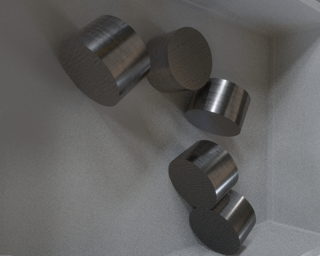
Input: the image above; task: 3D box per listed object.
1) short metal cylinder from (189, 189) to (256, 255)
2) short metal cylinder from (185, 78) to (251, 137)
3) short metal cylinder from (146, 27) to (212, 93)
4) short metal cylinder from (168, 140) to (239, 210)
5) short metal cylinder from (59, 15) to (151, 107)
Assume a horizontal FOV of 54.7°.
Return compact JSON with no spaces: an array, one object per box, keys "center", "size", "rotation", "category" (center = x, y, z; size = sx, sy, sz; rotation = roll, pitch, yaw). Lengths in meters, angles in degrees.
[{"center":[0.089,0.133,0.446],"size":[0.050,0.080,0.080],"rotation":[-36,113,-41],"category":"short metal cylinder"},{"center":[0.082,-0.028,0.442],"size":[0.080,0.080,0.050],"rotation":[35,68,-35],"category":"short metal cylinder"},{"center":[0.024,-0.088,0.412],"size":[0.081,0.050,0.079],"rotation":[0,90,-40],"category":"short metal cylinder"},{"center":[0.058,0.063,0.422],"size":[0.050,0.080,0.080],"rotation":[-34,112,-35],"category":"short metal cylinder"},{"center":[-0.057,-0.069,0.324],"size":[0.050,0.080,0.080],"rotation":[-48,119,-29],"category":"short metal cylinder"}]
